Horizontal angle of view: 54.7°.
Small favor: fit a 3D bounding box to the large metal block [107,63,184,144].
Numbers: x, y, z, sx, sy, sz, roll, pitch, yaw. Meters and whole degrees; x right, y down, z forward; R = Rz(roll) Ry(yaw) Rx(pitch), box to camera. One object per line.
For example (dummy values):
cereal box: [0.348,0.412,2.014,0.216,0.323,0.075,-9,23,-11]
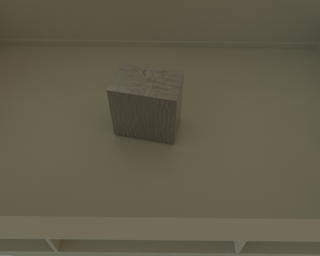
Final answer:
large metal block: [-0.016,-0.029,0.391,0.080,0.080,0.050,9,51,7]
